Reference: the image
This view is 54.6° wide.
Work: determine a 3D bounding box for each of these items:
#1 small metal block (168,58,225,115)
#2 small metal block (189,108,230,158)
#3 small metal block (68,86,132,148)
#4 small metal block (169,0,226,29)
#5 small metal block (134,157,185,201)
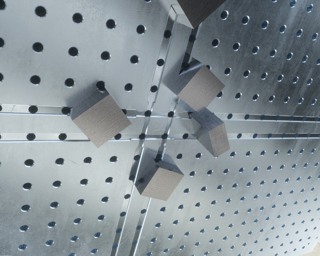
[{"bbox_3d":[0.048,-0.053,0.404,0.050,0.025,0.050,-50,129,7],"label":"small metal block"},{"bbox_3d":[0.070,0.005,0.435,0.025,0.050,0.050,-29,128,-10],"label":"small metal block"},{"bbox_3d":[-0.070,-0.013,0.365,0.050,0.025,0.050,-37,129,-4],"label":"small metal block"},{"bbox_3d":[0.038,-0.147,0.340,0.050,0.025,0.050,-42,129,1],"label":"small metal block"},{"bbox_3d":[-0.001,0.076,0.457,0.050,0.025,0.050,23,106,-37],"label":"small metal block"}]
